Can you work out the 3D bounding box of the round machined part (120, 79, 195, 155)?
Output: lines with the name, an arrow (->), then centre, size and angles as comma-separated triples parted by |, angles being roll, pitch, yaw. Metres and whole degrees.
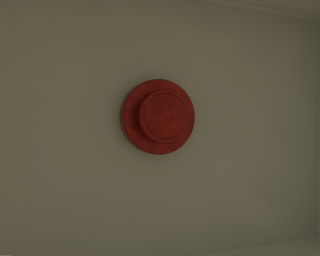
round machined part -> 0.001, -0.014, 0.398 | 0.099, 0.042, 0.097 | 0, 90, -20
